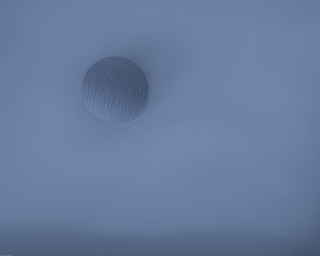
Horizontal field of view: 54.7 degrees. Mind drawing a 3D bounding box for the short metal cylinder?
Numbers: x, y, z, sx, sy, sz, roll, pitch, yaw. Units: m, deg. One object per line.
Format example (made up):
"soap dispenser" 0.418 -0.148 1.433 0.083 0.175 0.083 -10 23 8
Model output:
"short metal cylinder" -0.054 -0.047 0.398 0.081 0.050 0.079 0 90 -1
